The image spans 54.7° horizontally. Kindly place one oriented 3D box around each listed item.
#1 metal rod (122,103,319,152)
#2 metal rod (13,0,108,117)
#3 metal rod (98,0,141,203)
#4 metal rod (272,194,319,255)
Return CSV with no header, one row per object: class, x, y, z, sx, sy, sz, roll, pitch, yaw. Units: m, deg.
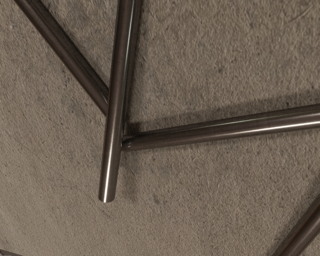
metal rod,0.074,0.002,0.367,0.300,0.025,0.025,-9,114,31
metal rod,-0.152,-0.139,0.398,0.025,0.025,0.299,-29,103,37
metal rod,-0.055,-0.025,0.396,0.025,0.025,0.298,20,119,16
metal rod,0.183,0.107,0.364,0.025,0.025,0.298,23,130,14
